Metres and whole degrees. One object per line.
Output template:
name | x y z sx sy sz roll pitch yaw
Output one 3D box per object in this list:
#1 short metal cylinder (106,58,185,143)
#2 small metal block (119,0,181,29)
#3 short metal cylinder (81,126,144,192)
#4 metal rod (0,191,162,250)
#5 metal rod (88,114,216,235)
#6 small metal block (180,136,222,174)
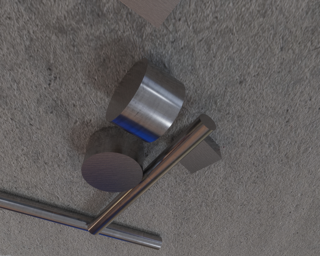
short metal cylinder | -0.017 -0.030 0.345 0.050 0.080 0.080 31 124 -24
small metal block | -0.007 -0.133 0.294 0.050 0.025 0.050 30 124 -23
short metal cylinder | -0.063 0.044 0.428 0.081 0.050 0.079 0 130 0
metal rod | -0.134 0.168 0.548 0.302 0.025 0.025 22 127 -18
metal rod | -0.028 0.082 0.449 0.025 0.025 0.298 28 127 -22
small metal block | 0.051 0.032 0.435 0.050 0.025 0.050 -31 124 23
